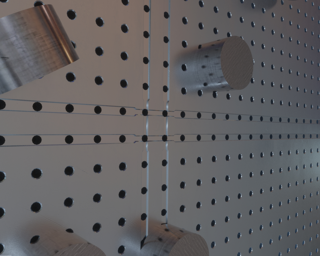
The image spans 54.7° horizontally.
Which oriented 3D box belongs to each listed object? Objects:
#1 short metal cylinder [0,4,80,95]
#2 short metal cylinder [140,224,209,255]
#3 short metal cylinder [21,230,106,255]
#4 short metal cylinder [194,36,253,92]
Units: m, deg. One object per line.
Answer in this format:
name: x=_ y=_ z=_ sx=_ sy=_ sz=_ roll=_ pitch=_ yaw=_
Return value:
short metal cylinder: x=-0.120 y=-0.068 z=0.274 sx=0.080 sy=0.080 sz=0.050 roll=-37 pitch=113 yaw=-34
short metal cylinder: x=0.020 y=0.174 z=0.412 sx=0.081 sy=0.050 sz=0.079 roll=0 pitch=90 yaw=-40
short metal cylinder: x=-0.098 y=0.150 z=0.312 sx=0.081 sy=0.050 sz=0.079 roll=0 pitch=90 yaw=-40
short metal cylinder: x=0.099 y=-0.097 z=0.479 sx=0.081 sy=0.050 sz=0.079 roll=0 pitch=90 yaw=-40
